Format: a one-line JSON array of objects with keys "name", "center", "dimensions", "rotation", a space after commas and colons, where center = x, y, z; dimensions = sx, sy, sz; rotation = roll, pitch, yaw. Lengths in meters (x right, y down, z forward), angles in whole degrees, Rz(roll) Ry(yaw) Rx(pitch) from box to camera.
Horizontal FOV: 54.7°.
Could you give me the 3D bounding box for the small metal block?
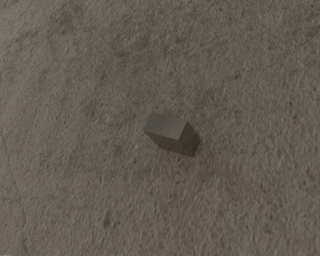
[{"name": "small metal block", "center": [0.015, 0.009, 0.373], "dimensions": [0.050, 0.050, 0.025], "rotation": [14, 69, 33]}]
